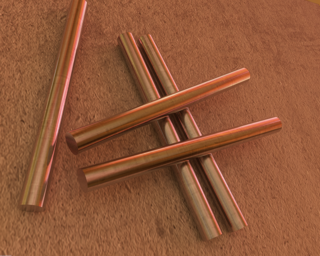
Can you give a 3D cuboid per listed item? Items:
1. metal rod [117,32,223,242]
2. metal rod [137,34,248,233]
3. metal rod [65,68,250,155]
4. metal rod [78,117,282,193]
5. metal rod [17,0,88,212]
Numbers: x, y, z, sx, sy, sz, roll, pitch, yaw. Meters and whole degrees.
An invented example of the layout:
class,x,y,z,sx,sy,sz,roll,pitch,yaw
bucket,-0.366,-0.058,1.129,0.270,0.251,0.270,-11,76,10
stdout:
class,x,y,z,sx,sy,sz,roll,pitch,yaw
metal rod,0.005,-0.003,0.407,0.025,0.025,0.299,-11,67,-33
metal rod,0.037,-0.005,0.426,0.025,0.025,0.299,-13,68,-33
metal rod,0.022,-0.034,0.402,0.302,0.025,0.025,-24,75,-37
metal rod,0.049,0.023,0.382,0.303,0.025,0.025,-13,68,-33
metal rod,-0.119,-0.051,0.370,0.025,0.025,0.299,14,56,-20
